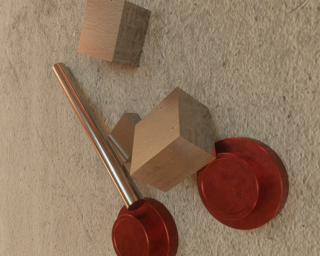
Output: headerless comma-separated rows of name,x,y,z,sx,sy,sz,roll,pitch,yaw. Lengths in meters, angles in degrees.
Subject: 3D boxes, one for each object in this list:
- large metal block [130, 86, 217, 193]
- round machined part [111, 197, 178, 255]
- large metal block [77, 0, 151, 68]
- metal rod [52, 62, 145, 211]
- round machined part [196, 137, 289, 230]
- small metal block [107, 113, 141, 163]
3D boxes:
large metal block,0.013,0.014,0.354,0.080,0.050,0.080,-41,31,32
round machined part,-0.027,0.146,0.416,0.098,0.042,0.097,0,90,40
large metal block,-0.067,-0.137,0.444,0.080,0.050,0.079,23,104,37
metal rod,-0.105,-0.004,0.475,0.025,0.025,0.300,-54,54,26
round machined part,0.080,0.059,0.328,0.098,0.042,0.097,0,90,40
small metal block,-0.041,0.014,0.439,0.050,0.025,0.050,-52,60,27
